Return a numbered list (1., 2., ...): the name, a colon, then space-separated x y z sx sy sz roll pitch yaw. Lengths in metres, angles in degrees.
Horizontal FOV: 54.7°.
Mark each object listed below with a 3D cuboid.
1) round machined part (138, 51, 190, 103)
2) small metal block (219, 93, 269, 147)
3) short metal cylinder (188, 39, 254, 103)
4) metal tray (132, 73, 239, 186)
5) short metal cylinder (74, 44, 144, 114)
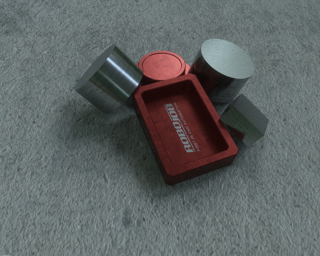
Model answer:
1. round machined part: 0.003 -0.078 0.460 0.099 0.042 0.098 0 50 0
2. small metal block: 0.108 -0.011 0.392 0.050 0.025 0.050 45 34 1
3. short metal cylinder: 0.086 -0.082 0.445 0.081 0.050 0.080 11 50 -14
4. metal tray: 0.027 -0.003 0.390 0.091 0.030 0.130 -17 62 -14
5. short metal cylinder: -0.068 -0.065 0.414 0.050 0.080 0.080 41 48 -24
